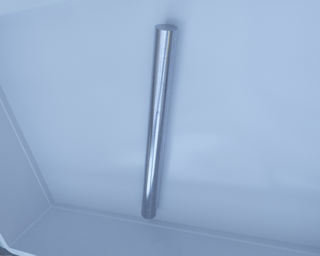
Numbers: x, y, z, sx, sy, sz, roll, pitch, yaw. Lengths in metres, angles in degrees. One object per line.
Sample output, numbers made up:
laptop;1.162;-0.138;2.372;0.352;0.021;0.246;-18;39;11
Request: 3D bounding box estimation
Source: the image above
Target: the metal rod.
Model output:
metal rod;-0.006;0.014;0.418;0.025;0.025;0.298;18;126;18
